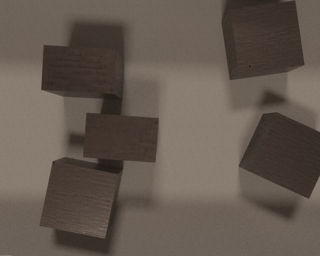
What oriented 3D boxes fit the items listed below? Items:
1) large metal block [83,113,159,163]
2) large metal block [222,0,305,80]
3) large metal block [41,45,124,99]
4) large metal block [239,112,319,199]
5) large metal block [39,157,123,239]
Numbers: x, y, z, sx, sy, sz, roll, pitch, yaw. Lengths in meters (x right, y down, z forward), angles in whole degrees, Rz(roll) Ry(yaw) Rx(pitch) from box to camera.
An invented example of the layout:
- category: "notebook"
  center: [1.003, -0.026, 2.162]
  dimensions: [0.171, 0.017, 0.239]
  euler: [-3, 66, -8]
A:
- category: "large metal block"
  center: [-0.043, 0.011, 0.383]
  dimensions: [0.081, 0.080, 0.050]
  euler: [4, 90, -1]
- category: "large metal block"
  center: [0.130, -0.110, 0.401]
  dimensions: [0.081, 0.050, 0.080]
  euler: [-8, 90, -1]
- category: "large metal block"
  center: [-0.090, -0.065, 0.383]
  dimensions: [0.081, 0.080, 0.050]
  euler: [3, 90, -1]
- category: "large metal block"
  center: [0.162, 0.033, 0.401]
  dimensions: [0.080, 0.050, 0.080]
  euler: [25, 90, -1]
- category: "large metal block"
  center: [-0.098, 0.087, 0.398]
  dimensions: [0.080, 0.050, 0.080]
  euler: [12, 90, -1]
